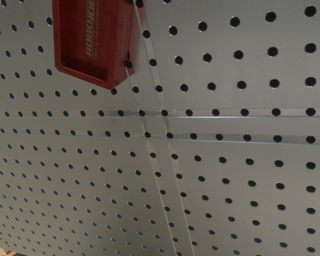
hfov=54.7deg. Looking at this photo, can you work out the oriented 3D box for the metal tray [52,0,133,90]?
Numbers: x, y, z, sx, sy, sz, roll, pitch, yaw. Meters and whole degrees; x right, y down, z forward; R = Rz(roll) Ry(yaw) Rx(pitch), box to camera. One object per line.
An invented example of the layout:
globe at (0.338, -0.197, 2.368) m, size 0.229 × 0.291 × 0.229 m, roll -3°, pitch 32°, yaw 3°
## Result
metal tray at (-0.083, -0.120, 0.375) m, size 0.090 × 0.030 × 0.129 m, roll 21°, pitch 127°, yaw 15°
